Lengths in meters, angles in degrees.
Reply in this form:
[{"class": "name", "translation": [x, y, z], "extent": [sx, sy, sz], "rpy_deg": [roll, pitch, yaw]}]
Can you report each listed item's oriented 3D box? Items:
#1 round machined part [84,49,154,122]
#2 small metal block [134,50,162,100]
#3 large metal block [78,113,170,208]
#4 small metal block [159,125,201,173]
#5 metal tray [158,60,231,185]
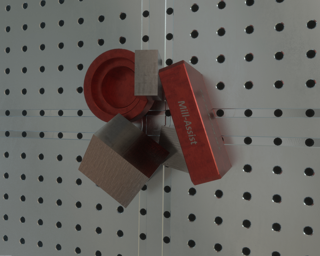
[{"class": "round machined part", "translation": [-0.050, -0.054, 0.420], "extent": [0.098, 0.042, 0.097], "rpy_deg": [0, 90, 19]}, {"class": "small metal block", "translation": [-0.012, -0.059, 0.359], "extent": [0.025, 0.050, 0.050], "rpy_deg": [0, 89, 6]}, {"class": "large metal block", "translation": [-0.047, 0.042, 0.391], "extent": [0.080, 0.050, 0.080], "rpy_deg": [38, 134, 4]}, {"class": "small metal block", "translation": [0.026, 0.026, 0.397], "extent": [0.050, 0.025, 0.050], "rpy_deg": [14, 99, 30]}, {"class": "metal tray", "translation": [0.044, -0.006, 0.362], "extent": [0.030, 0.090, 0.129], "rpy_deg": [-19, 84, 19]}]
